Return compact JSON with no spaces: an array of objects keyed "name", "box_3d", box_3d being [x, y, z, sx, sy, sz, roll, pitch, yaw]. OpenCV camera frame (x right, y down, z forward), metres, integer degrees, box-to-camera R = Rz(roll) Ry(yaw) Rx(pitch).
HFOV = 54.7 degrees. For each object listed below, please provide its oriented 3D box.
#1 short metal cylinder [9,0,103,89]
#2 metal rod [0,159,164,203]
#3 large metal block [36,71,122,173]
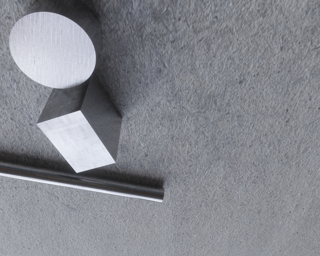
[{"name":"short metal cylinder","box_3d":[-0.102,-0.087,0.315,0.081,0.050,0.079,0,130,0]},{"name":"metal rod","box_3d":[-0.142,0.077,0.471,0.302,0.025,0.025,12,129,-10]},{"name":"large metal block","box_3d":[-0.088,-0.008,0.363,0.050,0.080,0.080,-16,129,13]}]
